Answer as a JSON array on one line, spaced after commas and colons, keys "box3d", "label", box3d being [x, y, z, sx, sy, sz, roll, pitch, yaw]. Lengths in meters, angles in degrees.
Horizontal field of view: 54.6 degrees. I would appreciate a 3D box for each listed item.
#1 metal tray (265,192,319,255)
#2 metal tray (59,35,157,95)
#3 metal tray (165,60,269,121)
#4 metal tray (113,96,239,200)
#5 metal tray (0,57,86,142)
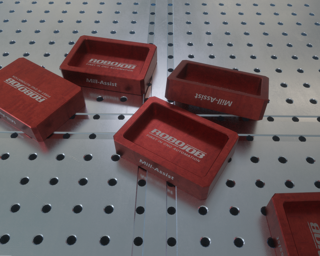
[{"box3d": [0.164, 0.127, 0.298, 0.090, 0.030, 0.130, -1, 50, -1], "label": "metal tray"}, {"box3d": [-0.077, -0.102, 0.489, 0.131, 0.030, 0.090, 10, 51, 8], "label": "metal tray"}, {"box3d": [0.082, -0.057, 0.433, 0.130, 0.030, 0.090, 14, 32, 12], "label": "metal tray"}, {"box3d": [0.020, 0.019, 0.388, 0.130, 0.030, 0.090, 26, 55, 20], "label": "metal tray"}, {"box3d": [-0.185, -0.045, 0.442, 0.130, 0.030, 0.090, 27, 55, 21], "label": "metal tray"}]
